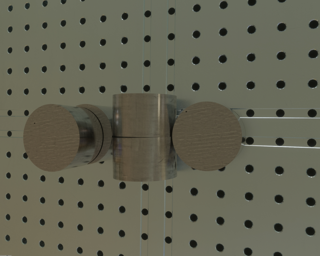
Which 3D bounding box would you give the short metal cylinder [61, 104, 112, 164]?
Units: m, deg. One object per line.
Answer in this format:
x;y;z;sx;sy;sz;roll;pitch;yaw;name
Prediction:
-0.090;0.008;0.431;0.080;0.050;0.079;0;90;19;short metal cylinder

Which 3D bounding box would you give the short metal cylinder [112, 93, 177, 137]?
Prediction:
-0.019;-0.015;0.390;0.080;0.080;0.050;1;91;20;short metal cylinder

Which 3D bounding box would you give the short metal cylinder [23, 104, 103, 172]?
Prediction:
-0.120;0.011;0.387;0.080;0.050;0.079;0;90;20;short metal cylinder

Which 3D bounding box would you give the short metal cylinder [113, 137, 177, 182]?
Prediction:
-0.019;0.036;0.390;0.080;0.080;0.050;-1;90;20;short metal cylinder

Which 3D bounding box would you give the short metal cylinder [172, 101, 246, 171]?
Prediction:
0.061;0.009;0.377;0.080;0.050;0.079;0;90;19;short metal cylinder
